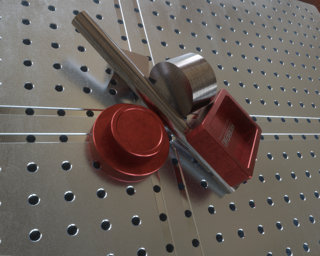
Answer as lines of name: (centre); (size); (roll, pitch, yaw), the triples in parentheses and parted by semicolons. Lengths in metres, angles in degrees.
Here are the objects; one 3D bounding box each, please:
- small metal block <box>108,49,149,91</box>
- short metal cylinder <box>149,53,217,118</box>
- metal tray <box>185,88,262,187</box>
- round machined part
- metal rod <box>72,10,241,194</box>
small metal block: (-0.044, -0.080, 0.435); (0.050, 0.025, 0.050); (13, 56, -22)
short metal cylinder: (0.030, -0.058, 0.426); (0.050, 0.080, 0.080); (-28, 78, -38)
metal tray: (0.093, 0.008, 0.425); (0.090, 0.030, 0.131); (46, 35, -6)
round machined part: (-0.032, 0.011, 0.374); (0.099, 0.042, 0.098); (14, 56, -21)
metal rod: (-0.001, -0.030, 0.405); (0.300, 0.025, 0.025); (48, 51, -5)
